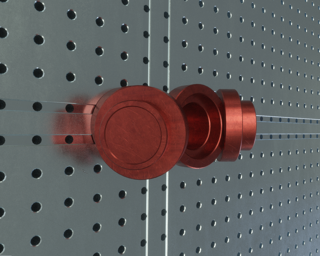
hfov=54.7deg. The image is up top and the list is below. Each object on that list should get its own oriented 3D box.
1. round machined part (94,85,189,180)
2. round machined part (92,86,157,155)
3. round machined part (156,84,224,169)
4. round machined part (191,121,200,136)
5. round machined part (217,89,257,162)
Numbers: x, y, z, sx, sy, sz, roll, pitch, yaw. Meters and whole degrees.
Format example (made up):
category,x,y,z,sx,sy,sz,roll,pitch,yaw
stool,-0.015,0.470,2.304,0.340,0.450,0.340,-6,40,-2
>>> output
category,x,y,z,sx,sy,sz,roll,pitch,yaw
round machined part,-0.022,0.005,0.315,0.042,0.098,0.097,-21,107,-77
round machined part,-0.029,-0.003,0.375,0.099,0.042,0.097,0,90,-40
round machined part,0.033,-0.002,0.372,0.099,0.042,0.097,0,90,-40
round machined part,0.047,-0.003,0.439,0.099,0.042,0.097,0,90,-40
round machined part,0.100,-0.004,0.417,0.042,0.098,0.097,0,90,0
